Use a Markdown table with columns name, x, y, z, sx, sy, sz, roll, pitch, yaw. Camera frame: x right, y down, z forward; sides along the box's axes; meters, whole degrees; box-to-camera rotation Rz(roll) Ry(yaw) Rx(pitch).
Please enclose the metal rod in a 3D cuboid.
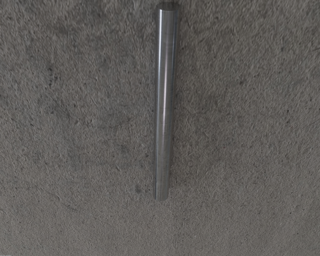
| name | x | y | z | sx | sy | sz | roll | pitch | yaw |
| --- | --- | --- | --- | --- | --- | --- | --- | --- | --- |
| metal rod | 0.005 | -0.006 | 0.401 | 0.025 | 0.025 | 0.298 | 1 | 130 | -1 |
